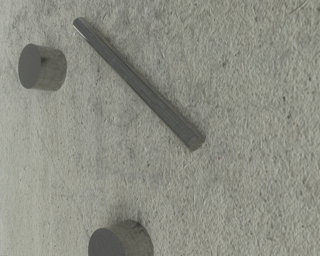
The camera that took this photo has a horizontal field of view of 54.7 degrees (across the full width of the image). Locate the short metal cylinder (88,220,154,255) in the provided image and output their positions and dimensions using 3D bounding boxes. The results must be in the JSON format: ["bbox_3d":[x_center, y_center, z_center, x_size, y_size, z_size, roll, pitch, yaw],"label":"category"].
[{"bbox_3d":[-0.055,0.175,0.435,0.080,0.050,0.080,0,90,40],"label":"short metal cylinder"}]

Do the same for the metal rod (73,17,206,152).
[{"bbox_3d":[-0.044,-0.077,0.441,0.300,0.025,0.025,47,118,29],"label":"metal rod"}]

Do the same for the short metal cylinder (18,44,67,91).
[{"bbox_3d":[-0.215,-0.109,0.567,0.080,0.050,0.080,0,90,40],"label":"short metal cylinder"}]
